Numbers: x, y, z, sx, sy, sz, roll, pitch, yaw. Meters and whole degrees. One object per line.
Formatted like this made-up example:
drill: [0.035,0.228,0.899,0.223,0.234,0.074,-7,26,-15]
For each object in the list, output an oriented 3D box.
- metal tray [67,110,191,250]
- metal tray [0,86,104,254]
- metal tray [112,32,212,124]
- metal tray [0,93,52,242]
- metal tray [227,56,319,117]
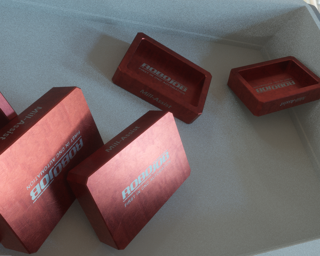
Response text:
metal tray: [-0.024,0.049,0.330,0.131,0.030,0.090,-40,122,-39]
metal tray: [-0.104,0.031,0.281,0.030,0.089,0.130,1,36,25]
metal tray: [0.007,-0.073,0.452,0.131,0.030,0.090,28,52,-11]
metal tray: [-0.154,0.025,0.257,0.090,0.030,0.129,-54,130,-40]
metal tray: [0.191,-0.072,0.511,0.131,0.030,0.090,-15,49,-17]
